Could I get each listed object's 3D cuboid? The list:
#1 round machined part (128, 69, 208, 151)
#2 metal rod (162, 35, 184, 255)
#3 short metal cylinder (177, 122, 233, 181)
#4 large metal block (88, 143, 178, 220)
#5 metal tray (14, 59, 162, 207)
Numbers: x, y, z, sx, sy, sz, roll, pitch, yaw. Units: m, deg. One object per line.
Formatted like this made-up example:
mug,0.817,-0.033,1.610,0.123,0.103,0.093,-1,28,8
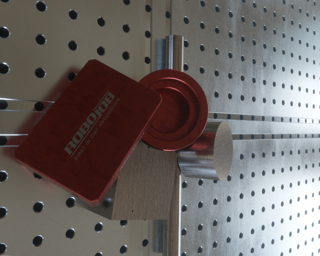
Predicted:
round machined part,0.007,-0.021,0.387,0.099,0.042,0.097,0,89,-15
metal rod,0.018,0.025,0.425,0.025,0.025,0.298,2,89,-40
short metal cylinder,0.065,0.031,0.430,0.080,0.050,0.079,-1,91,-60
large metal block,-0.030,0.063,0.368,0.081,0.050,0.080,13,82,-39
metal tray,-0.067,0.001,0.317,0.090,0.030,0.130,29,67,5
